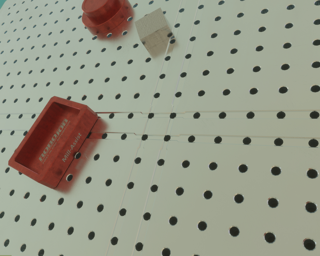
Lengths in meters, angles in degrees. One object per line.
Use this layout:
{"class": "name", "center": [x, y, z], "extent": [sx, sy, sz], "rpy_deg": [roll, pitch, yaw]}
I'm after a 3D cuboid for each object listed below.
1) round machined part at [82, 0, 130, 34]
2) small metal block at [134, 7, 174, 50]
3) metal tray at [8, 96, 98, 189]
{"class": "round machined part", "center": [-0.111, -0.233, 0.599], "extent": [0.098, 0.042, 0.098], "rpy_deg": [-13, 56, 21]}
{"class": "small metal block", "center": [-0.010, -0.165, 0.515], "extent": [0.050, 0.025, 0.050], "rpy_deg": [-26, 53, 12]}
{"class": "metal tray", "center": [-0.165, 0.018, 0.481], "extent": [0.090, 0.030, 0.130], "rpy_deg": [16, 70, 34]}
